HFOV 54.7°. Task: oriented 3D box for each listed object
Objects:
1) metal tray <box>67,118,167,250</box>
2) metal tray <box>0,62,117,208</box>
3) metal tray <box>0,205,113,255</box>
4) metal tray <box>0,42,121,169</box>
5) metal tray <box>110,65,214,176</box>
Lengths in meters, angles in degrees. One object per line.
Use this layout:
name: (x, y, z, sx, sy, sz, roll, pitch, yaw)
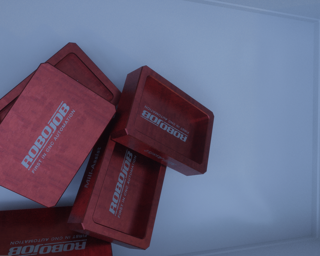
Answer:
metal tray: (-0.040, 0.063, 0.357, 0.090, 0.030, 0.130, 34, 56, -33)
metal tray: (-0.119, 0.007, 0.331, 0.090, 0.030, 0.130, 34, 85, -21)
metal tray: (-0.121, 0.134, 0.337, 0.131, 0.030, 0.090, 1, 48, -20)
metal tray: (-0.120, -0.025, 0.363, 0.130, 0.030, 0.090, -46, 105, -15)
metal tray: (0.010, -0.005, 0.379, 0.131, 0.030, 0.090, 30, 59, -33)
